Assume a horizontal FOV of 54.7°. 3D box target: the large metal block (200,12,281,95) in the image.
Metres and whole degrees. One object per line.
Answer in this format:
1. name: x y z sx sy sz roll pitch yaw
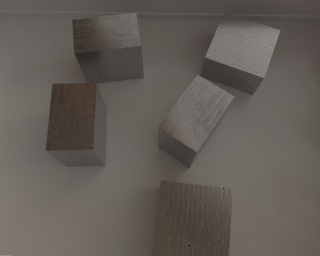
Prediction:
1. large metal block: 0.111 -0.104 0.436 0.080 0.050 0.080 21 71 7

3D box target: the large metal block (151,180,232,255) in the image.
1. large metal block: 0.036 0.109 0.357 0.080 0.050 0.080 7 70 2

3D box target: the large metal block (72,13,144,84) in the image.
1. large metal block: -0.066 -0.104 0.418 0.081 0.080 0.050 -8 71 -3

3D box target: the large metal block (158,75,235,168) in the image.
1. large metal block: 0.041 -0.005 0.383 0.050 0.080 0.080 33 73 11

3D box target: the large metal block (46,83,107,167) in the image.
1. large metal block: -0.097 -0.001 0.380 0.050 0.080 0.080 -2 70 -1
